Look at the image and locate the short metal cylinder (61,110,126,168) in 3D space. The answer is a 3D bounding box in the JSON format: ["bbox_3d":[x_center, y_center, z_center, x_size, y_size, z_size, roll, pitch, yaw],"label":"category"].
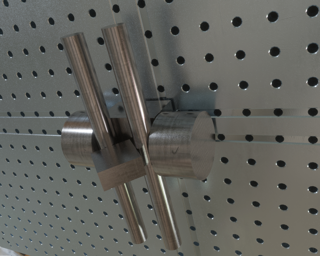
[{"bbox_3d":[-0.088,0.015,0.427,0.050,0.080,0.080,1,119,27],"label":"short metal cylinder"}]

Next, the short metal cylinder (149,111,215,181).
[{"bbox_3d":[0.029,0.020,0.367,0.050,0.080,0.080,1,119,29],"label":"short metal cylinder"}]

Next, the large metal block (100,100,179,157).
[{"bbox_3d":[-0.024,0.011,0.409,0.080,0.050,0.080,1,119,27],"label":"large metal block"}]

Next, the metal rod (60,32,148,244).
[{"bbox_3d":[-0.062,0.031,0.395,0.025,0.025,0.298,1,119,28],"label":"metal rod"}]

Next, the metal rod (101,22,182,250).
[{"bbox_3d":[-0.014,0.030,0.368,0.025,0.025,0.298,1,119,28],"label":"metal rod"}]

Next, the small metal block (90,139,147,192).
[{"bbox_3d":[-0.049,0.042,0.361,0.050,0.050,0.025,-135,28,-61],"label":"small metal block"}]
